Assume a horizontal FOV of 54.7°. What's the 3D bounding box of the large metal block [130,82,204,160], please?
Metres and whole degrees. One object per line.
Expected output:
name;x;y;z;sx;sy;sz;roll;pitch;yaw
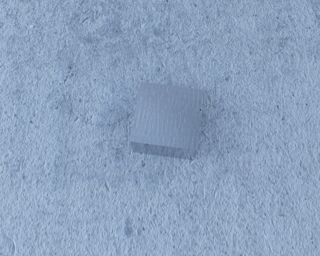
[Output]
large metal block;0.010;-0.008;0.399;0.080;0.050;0.080;7;70;2
